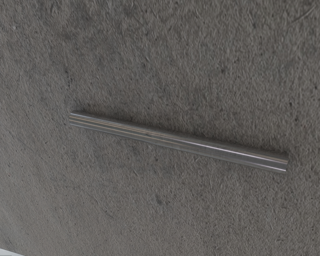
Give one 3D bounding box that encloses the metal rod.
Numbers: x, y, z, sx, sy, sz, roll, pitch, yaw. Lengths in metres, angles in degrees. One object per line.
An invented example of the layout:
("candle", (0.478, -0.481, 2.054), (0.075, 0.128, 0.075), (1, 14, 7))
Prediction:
("metal rod", (0.009, 0.013, 0.410), (0.301, 0.025, 0.025), (12, 123, 21))
